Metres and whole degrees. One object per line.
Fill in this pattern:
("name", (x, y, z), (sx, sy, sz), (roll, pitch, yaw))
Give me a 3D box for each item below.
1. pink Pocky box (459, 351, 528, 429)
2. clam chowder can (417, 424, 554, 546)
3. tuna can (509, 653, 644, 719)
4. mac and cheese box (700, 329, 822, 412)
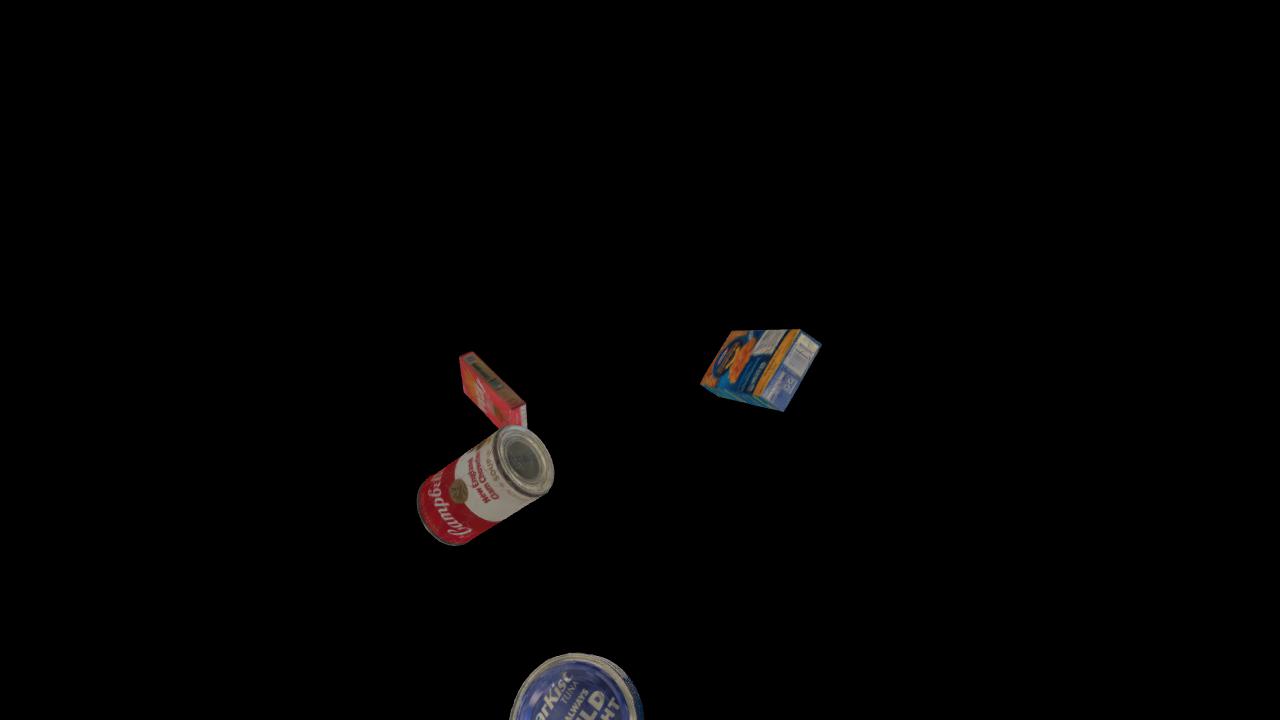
("pink Pocky box", (-0.238, 0.060, 0.994), (0.029, 0.084, 0.155), (-29, 53, -34))
("clam chowder can", (-0.131, 0.107, 0.527), (0.102, 0.068, 0.068), (-34, -14, 22))
("tuna can", (-0.040, 0.236, 0.399), (0.084, 0.084, 0.034), (0, -25, 11))
("mac and cheese box", (0.144, 0.008, 0.771), (0.041, 0.093, 0.184), (32, -7, -15))
